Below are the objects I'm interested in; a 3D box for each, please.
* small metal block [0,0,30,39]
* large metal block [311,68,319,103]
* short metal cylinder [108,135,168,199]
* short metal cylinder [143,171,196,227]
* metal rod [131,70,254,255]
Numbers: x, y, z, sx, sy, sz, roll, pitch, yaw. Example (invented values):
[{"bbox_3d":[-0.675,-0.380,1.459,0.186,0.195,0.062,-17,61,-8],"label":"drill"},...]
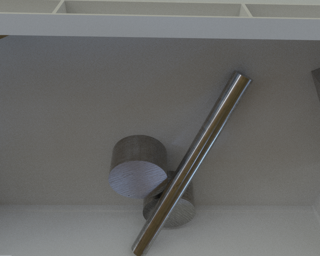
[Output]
[{"bbox_3d":[-0.163,-0.104,0.301,0.050,0.050,0.025,-17,128,13],"label":"small metal block"},{"bbox_3d":[0.223,-0.025,0.355,0.050,0.080,0.080,-24,127,18],"label":"large metal block"},{"bbox_3d":[-0.030,0.056,0.440,0.081,0.050,0.079,0,130,0],"label":"short metal cylinder"},{"bbox_3d":[0.014,0.113,0.489,0.081,0.050,0.079,0,130,0],"label":"short metal cylinder"},{"bbox_3d":[0.033,0.062,0.414,0.025,0.025,0.298,21,112,-17],"label":"metal rod"}]
